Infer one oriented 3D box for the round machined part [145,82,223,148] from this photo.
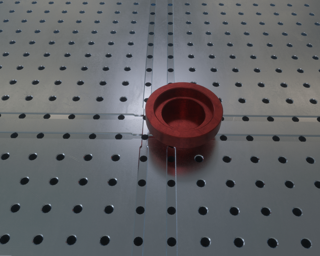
[{"bbox_3d":[0.030,-0.012,0.407,0.099,0.042,0.098,0,50,0],"label":"round machined part"}]
